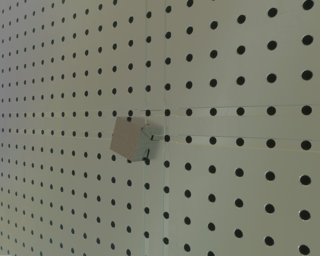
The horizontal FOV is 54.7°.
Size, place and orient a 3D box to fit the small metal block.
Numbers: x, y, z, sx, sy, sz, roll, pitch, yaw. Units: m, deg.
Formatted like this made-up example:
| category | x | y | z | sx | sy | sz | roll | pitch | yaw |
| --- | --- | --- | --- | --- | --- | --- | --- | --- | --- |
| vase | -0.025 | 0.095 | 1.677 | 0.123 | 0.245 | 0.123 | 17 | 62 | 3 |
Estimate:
| category | x | y | z | sx | sy | sz | roll | pitch | yaw |
| --- | --- | --- | --- | --- | --- | --- | --- | --- | --- |
| small metal block | -0.041 | 0.015 | 0.441 | 0.050 | 0.025 | 0.050 | 23 | 105 | 37 |
